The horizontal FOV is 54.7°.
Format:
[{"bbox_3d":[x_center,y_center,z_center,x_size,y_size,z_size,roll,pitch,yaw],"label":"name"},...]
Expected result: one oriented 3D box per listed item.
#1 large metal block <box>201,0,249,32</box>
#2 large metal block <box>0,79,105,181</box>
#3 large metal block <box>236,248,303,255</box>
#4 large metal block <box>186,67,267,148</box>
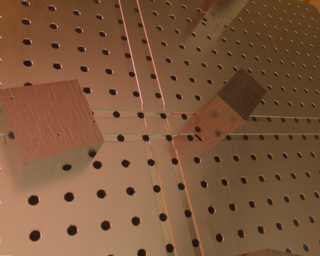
[{"bbox_3d":[0.127,-0.249,0.596,0.050,0.080,0.080,25,53,-14],"label":"large metal block"},{"bbox_3d":[-0.118,0.000,0.330,0.081,0.050,0.080,-15,70,-35],"label":"large metal block"},{"bbox_3d":[0.124,0.171,0.338,0.081,0.080,0.050,18,55,-18],"label":"large metal block"},{"bbox_3d":[0.094,-0.029,0.443,0.050,0.080,0.080,44,51,2],"label":"large metal block"}]
